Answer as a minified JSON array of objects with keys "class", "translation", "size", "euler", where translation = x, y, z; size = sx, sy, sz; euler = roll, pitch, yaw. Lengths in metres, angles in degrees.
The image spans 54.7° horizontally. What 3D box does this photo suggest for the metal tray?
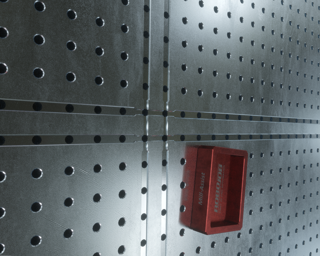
[{"class":"metal tray","translation":[0.096,0.096,0.489],"size":[0.091,0.030,0.129],"euler":[10,84,-40]}]
